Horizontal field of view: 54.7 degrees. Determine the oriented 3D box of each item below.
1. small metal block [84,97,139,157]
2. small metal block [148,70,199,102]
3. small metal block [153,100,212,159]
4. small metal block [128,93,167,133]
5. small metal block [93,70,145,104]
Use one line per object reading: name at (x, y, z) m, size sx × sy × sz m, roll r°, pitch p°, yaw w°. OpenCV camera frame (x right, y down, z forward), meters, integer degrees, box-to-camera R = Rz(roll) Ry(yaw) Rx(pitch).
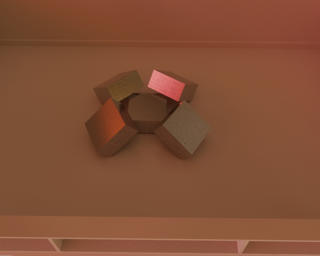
small metal block at (-0.062, -0.001, 0.388) m, size 0.050 × 0.025 × 0.050 m, roll -42°, pitch 54°, yaw 14°
small metal block at (0.019, -0.060, 0.437) m, size 0.050 × 0.025 × 0.050 m, roll 28°, pitch 19°, yaw 21°
small metal block at (0.028, 0.002, 0.386) m, size 0.050 × 0.025 × 0.050 m, roll 46°, pitch 57°, yaw -8°
small metal block at (-0.017, -0.020, 0.419) m, size 0.050 × 0.025 × 0.050 m, roll 1°, pitch 50°, yaw 1°
small metal block at (-0.058, -0.057, 0.434) m, size 0.050 × 0.025 × 0.050 m, roll -35°, pitch 21°, yaw -25°
